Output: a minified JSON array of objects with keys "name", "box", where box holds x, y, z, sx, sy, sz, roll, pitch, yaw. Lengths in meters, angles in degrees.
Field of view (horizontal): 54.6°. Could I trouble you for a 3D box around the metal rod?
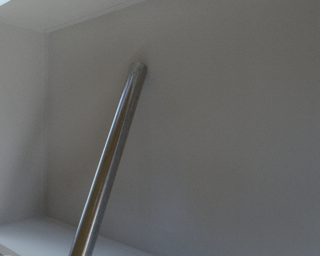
[{"name":"metal rod","box":[-0.065,0.050,0.383,0.025,0.025,0.299,-3,63,40]}]
